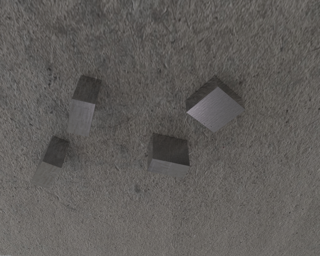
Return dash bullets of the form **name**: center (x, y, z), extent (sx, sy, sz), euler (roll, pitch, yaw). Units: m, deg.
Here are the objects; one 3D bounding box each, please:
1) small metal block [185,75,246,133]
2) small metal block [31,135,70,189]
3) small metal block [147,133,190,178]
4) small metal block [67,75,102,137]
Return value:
- **small metal block**: center (0.068, -0.028, 0.384), extent (0.050, 0.025, 0.050), euler (34, 122, -26)
- **small metal block**: center (-0.152, 0.047, 0.429), extent (0.025, 0.050, 0.050), euler (25, 126, -20)
- **small metal block**: center (0.011, 0.037, 0.422), extent (0.050, 0.050, 0.025), euler (13, 129, -11)
- **small metal block**: center (-0.089, -0.026, 0.367), extent (0.025, 0.050, 0.050), euler (13, 129, -11)
